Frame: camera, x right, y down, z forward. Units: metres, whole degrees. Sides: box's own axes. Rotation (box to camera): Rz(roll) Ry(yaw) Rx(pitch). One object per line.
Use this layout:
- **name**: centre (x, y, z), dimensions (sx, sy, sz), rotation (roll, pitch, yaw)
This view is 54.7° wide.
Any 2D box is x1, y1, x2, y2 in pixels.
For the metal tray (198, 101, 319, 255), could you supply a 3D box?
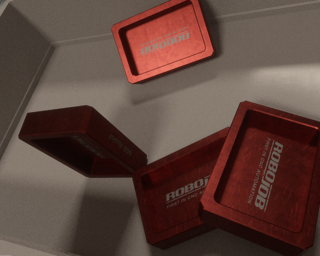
- **metal tray**: centre (0.100, 0.040, 0.289), dimensions (0.090, 0.030, 0.130), rotation (19, 56, 16)

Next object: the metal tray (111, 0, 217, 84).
- **metal tray**: centre (0.005, -0.124, 0.443), dimensions (0.130, 0.030, 0.090), rotation (-17, 93, 18)

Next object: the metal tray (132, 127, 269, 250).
- **metal tray**: centre (0.040, 0.065, 0.340), dimensions (0.130, 0.030, 0.090), rotation (-26, 53, 11)

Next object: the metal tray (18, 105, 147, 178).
- **metal tray**: centre (-0.084, 0.023, 0.367), dimensions (0.090, 0.130, 0.030), rotation (-5, 60, 25)
